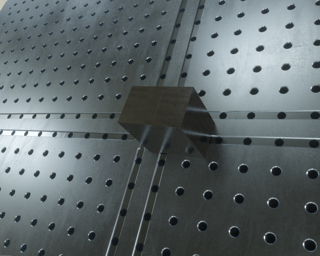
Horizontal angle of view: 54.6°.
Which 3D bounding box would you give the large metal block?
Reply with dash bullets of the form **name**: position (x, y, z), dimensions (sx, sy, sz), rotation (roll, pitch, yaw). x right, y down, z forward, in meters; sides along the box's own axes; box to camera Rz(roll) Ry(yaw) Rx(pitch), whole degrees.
- **large metal block**: position (0.011, -0.006, 0.372), dimensions (0.080, 0.080, 0.050), rotation (5, 64, 30)
